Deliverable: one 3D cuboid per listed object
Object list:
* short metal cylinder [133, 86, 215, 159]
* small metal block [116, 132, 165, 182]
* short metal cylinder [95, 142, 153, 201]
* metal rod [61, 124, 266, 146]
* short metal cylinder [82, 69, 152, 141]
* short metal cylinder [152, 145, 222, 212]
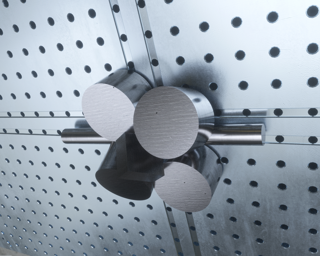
[{"bbox_3d":[0.017,-0.008,0.360,0.080,0.050,0.079,3,97,28],"label":"short metal cylinder"},{"bbox_3d":[-0.025,0.036,0.380,0.050,0.050,0.025,13,146,-32],"label":"small metal block"},{"bbox_3d":[-0.043,0.059,0.433,0.080,0.050,0.080,14,143,11],"label":"short metal cylinder"},{"bbox_3d":[-0.015,0.010,0.420,0.300,0.025,0.025,-1,118,28],"label":"metal rod"},{"bbox_3d":[-0.052,-0.029,0.399,0.080,0.050,0.079,13,124,21],"label":"short metal cylinder"},{"bbox_3d":[0.037,0.064,0.410,0.080,0.050,0.079,13,124,21],"label":"short metal cylinder"}]
